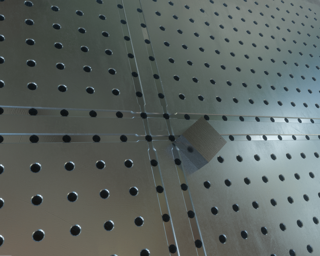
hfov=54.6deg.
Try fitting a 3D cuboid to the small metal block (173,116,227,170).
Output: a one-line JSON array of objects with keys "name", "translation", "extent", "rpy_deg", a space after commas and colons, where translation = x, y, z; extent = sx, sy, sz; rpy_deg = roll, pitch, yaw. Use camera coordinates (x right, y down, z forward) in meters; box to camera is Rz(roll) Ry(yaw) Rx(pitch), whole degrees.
[{"name": "small metal block", "translation": [0.056, 0.020, 0.425], "extent": [0.050, 0.025, 0.050], "rpy_deg": [47, 51, 5]}]
